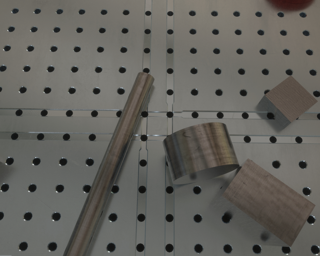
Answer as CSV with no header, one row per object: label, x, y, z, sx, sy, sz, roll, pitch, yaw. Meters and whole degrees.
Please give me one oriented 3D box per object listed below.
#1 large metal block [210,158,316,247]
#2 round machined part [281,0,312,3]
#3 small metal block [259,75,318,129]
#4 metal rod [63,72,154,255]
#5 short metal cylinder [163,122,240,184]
large metal block,0.110,0.087,0.351,0.080,0.080,0.050,36,74,12
round machined part,0.221,-0.253,0.497,0.099,0.042,0.098,0,70,0
small metal block,0.176,-0.036,0.426,0.050,0.025,0.050,-36,74,-12
metal rod,-0.067,0.061,0.388,0.025,0.025,0.299,18,71,6
short metal cylinder,0.048,0.032,0.371,0.081,0.080,0.050,-12,71,-5
